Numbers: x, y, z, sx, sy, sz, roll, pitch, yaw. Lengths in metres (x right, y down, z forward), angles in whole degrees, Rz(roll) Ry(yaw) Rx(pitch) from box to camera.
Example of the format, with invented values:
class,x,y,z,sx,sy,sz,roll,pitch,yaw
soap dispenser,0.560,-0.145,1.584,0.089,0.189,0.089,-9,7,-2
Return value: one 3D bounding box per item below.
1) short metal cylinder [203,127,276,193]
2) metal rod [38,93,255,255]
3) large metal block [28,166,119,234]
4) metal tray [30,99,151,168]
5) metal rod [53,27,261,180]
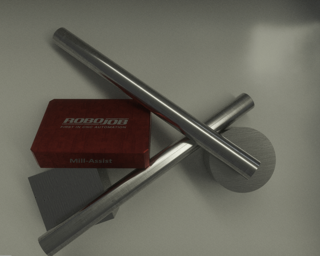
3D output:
class,x,y,z,sx,sy,sz,roll,pitch,yaw
short metal cylinder,0.099,0.038,0.398,0.081,0.050,0.079,0,90,-1
metal rod,-0.005,0.047,0.373,0.301,0.025,0.025,-34,90,-14
large metal block,-0.106,0.083,0.393,0.080,0.050,0.080,-19,90,-1
metal tray,-0.077,0.005,0.379,0.131,0.030,0.090,0,46,1
metal rod,-0.013,-0.037,0.380,0.300,0.025,0.025,36,90,12
